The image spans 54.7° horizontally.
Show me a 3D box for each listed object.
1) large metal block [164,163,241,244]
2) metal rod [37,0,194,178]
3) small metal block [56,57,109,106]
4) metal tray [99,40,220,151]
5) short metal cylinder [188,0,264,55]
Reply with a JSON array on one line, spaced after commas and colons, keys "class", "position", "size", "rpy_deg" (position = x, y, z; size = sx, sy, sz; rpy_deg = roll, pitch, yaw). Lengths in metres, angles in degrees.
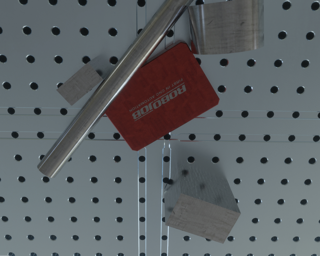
[{"class": "large metal block", "position": [0.053, 0.100, 0.422], "size": [0.080, 0.080, 0.050], "rpy_deg": [20, 109, -8]}, {"class": "metal rod", "position": [-0.042, -0.065, 0.358], "size": [0.025, 0.025, 0.299], "rpy_deg": [38, 94, -13]}, {"class": "small metal block", "position": [-0.092, -0.058, 0.377], "size": [0.050, 0.050, 0.025], "rpy_deg": [-37, 106, 12]}, {"class": "metal tray", "position": [-0.003, -0.040, 0.396], "size": [0.130, 0.030, 0.090], "rpy_deg": [-31, 108, 10]}, {"class": "short metal cylinder", "position": [0.073, -0.113, 0.343], "size": [0.080, 0.080, 0.050], "rpy_deg": [-7, 110, 2]}]
